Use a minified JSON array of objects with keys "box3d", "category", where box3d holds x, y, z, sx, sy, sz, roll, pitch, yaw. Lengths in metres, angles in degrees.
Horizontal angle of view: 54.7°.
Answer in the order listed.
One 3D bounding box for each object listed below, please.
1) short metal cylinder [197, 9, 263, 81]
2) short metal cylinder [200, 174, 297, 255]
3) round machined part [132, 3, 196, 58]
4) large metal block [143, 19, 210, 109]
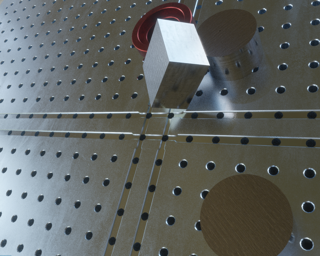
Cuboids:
[{"box3d":[0.092,-0.110,0.411,0.080,0.050,0.080,-13,56,21],"category":"short metal cylinder"},{"box3d":[0.084,0.090,0.292,0.080,0.050,0.080,-13,57,21],"category":"short metal cylinder"},{"box3d":[0.009,-0.143,0.479,0.098,0.042,0.098,-13,56,20],"category":"round machined part"},{"box3d":[0.016,-0.082,0.405,0.050,0.079,0.080,2,53,-19],"category":"large metal block"}]
